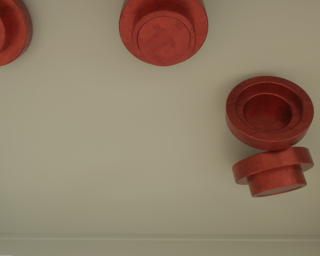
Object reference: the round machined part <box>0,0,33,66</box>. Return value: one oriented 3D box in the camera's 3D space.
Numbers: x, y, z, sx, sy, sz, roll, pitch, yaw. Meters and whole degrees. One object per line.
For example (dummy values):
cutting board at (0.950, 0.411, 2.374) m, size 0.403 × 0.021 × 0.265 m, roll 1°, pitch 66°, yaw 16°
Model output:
round machined part at (-0.202, -0.116, 0.350) m, size 0.099 × 0.042 × 0.097 m, roll 0°, pitch 118°, yaw -1°

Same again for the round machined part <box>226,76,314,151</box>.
round machined part at (0.130, -0.014, 0.379) m, size 0.099 × 0.098 × 0.042 m, roll -9°, pitch 145°, yaw 3°

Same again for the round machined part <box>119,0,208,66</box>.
round machined part at (0.004, -0.107, 0.341) m, size 0.099 × 0.042 × 0.097 m, roll 0°, pitch 138°, yaw 0°

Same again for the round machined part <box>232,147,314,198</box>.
round machined part at (0.146, 0.061, 0.396) m, size 0.099 × 0.098 × 0.042 m, roll -12°, pitch 68°, yaw 4°
